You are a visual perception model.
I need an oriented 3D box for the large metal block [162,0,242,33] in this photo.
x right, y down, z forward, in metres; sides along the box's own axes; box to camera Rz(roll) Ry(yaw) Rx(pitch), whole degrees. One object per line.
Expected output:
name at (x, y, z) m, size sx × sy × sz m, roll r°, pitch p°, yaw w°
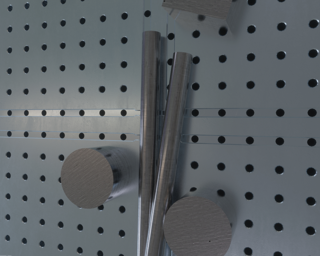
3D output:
large metal block at (0.058, -0.171, 0.379) m, size 0.080 × 0.050 × 0.080 m, roll 20°, pitch 97°, yaw 19°

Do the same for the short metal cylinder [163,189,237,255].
short metal cylinder at (0.051, 0.119, 0.381) m, size 0.080 × 0.050 × 0.079 m, roll 0°, pitch 90°, yaw 20°

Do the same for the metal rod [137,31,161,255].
metal rod at (-0.015, 0.022, 0.417) m, size 0.025 × 0.025 × 0.298 m, roll 2°, pitch 91°, yaw 20°

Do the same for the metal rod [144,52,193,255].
metal rod at (0.009, 0.052, 0.398) m, size 0.025 × 0.025 × 0.298 m, roll 8°, pitch 88°, yaw 20°

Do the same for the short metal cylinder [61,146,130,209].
short metal cylinder at (-0.088, 0.066, 0.430) m, size 0.080 × 0.050 × 0.079 m, roll 0°, pitch 90°, yaw 20°
